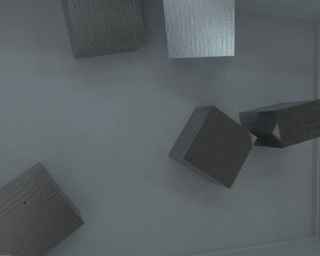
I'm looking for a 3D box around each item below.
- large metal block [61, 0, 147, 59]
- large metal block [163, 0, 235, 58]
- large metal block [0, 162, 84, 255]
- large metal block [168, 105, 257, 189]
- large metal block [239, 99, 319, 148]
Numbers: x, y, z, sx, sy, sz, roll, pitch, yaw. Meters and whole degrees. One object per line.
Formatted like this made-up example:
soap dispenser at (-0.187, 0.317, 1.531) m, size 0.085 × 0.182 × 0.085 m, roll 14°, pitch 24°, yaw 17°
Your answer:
large metal block at (-0.069, -0.133, 0.372) m, size 0.081 × 0.050 × 0.080 m, roll -13°, pitch 95°, yaw -20°
large metal block at (0.051, -0.134, 0.383) m, size 0.080 × 0.050 × 0.079 m, roll 0°, pitch 121°, yaw 12°
large metal block at (-0.145, 0.096, 0.344) m, size 0.080 × 0.050 × 0.080 m, roll -37°, pitch 102°, yaw -16°
large metal block at (0.072, 0.025, 0.425) m, size 0.080 × 0.050 × 0.080 m, roll 34°, pitch 79°, yaw -17°
large metal block at (0.176, -0.007, 0.448) m, size 0.081 × 0.080 × 0.050 m, roll -13°, pitch 95°, yaw -20°
